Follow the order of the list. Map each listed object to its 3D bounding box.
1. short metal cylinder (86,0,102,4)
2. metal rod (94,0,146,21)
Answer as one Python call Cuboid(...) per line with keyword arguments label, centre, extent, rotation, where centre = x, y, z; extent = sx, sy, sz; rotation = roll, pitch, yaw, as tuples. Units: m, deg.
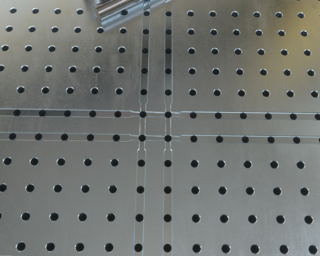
Cuboid(label="short metal cylinder", centre=(-0.093, -0.243, 0.486), extent=(0.081, 0.050, 0.080), rotation=(0, 70, 0))
Cuboid(label="metal rod", centre=(0.032, -0.249, 0.503), extent=(0.302, 0.025, 0.025), rotation=(-30, 73, -11))
